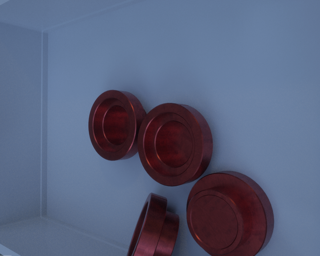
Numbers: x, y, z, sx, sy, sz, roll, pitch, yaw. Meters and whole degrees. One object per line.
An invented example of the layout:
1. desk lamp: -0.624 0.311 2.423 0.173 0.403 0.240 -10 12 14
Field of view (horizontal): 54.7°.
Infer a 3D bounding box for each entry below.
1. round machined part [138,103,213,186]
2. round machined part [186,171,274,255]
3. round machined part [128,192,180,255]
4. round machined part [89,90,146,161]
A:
1. round machined part: 0.022 0.019 0.377 0.098 0.042 0.097 0 90 40
2. round machined part: 0.069 0.098 0.339 0.098 0.042 0.097 0 90 40
3. round machined part: -0.007 0.133 0.379 0.042 0.098 0.097 20 107 -3
4. round machined part: -0.055 -0.004 0.441 0.098 0.042 0.097 0 90 40
